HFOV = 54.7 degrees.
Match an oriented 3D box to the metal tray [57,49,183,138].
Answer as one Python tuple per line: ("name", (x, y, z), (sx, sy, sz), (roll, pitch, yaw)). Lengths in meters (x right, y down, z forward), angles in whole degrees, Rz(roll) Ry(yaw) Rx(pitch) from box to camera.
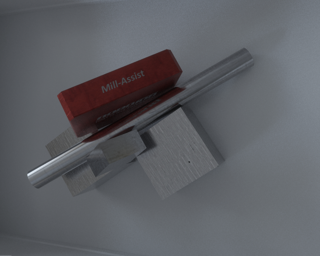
("metal tray", (-0.045, -0.037, 0.361), (0.131, 0.090, 0.030), (-25, 82, -15))

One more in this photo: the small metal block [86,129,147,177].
("small metal block", (-0.052, 0.030, 0.361), (0.025, 0.050, 0.050), (61, 144, 10))

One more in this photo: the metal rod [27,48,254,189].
("metal rod", (-0.024, -0.011, 0.377), (0.301, 0.025, 0.025), (-30, 80, 2))

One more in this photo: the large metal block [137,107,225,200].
("large metal block", (0.022, 0.031, 0.387), (0.080, 0.050, 0.080), (-35, 79, 16))

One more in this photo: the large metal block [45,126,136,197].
("large metal block", (-0.095, 0.035, 0.426), (0.080, 0.050, 0.080), (-35, 79, 16))
